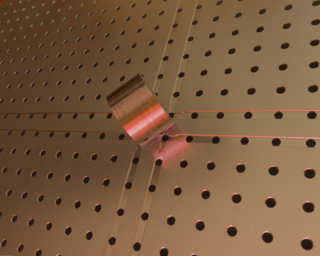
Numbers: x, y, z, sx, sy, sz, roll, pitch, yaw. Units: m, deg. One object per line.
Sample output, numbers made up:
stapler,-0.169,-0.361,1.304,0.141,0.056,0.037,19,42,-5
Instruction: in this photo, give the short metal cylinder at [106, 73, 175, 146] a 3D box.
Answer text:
short metal cylinder,-0.024,-0.023,0.397,0.050,0.080,0.080,-35,52,5
